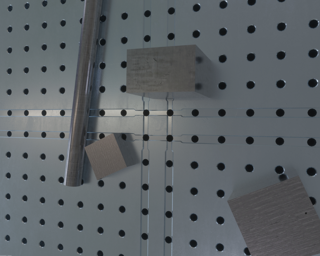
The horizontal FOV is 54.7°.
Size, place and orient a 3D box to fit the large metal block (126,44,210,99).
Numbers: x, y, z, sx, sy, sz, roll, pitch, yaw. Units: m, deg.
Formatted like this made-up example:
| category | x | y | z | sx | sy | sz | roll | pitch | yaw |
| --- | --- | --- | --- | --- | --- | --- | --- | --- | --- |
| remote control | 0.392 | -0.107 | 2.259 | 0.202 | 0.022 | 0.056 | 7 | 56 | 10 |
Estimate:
| category | x | y | z | sx | sy | sz | roll | pitch | yaw |
| --- | --- | --- | --- | --- | --- | --- | --- | --- | --- |
| large metal block | 0.013 | -0.065 | 0.379 | 0.080 | 0.080 | 0.050 | 1 | 91 | 20 |

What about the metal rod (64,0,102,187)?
| category | x | y | z | sx | sy | sz | roll | pitch | yaw |
| --- | --- | --- | --- | --- | --- | --- | --- | --- | --- |
| metal rod | -0.111 | -0.064 | 0.451 | 0.025 | 0.025 | 0.298 | 8 | 93 | 20 |

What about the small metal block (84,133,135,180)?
| category | x | y | z | sx | sy | sz | roll | pitch | yaw |
| --- | --- | --- | --- | --- | --- | --- | --- | --- | --- |
| small metal block | -0.071 | 0.040 | 0.438 | 0.050 | 0.025 | 0.050 | -26 | 82 | 18 |

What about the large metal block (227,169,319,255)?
| category | x | y | z | sx | sy | sz | roll | pitch | yaw |
| --- | --- | --- | --- | --- | --- | --- | --- | --- | --- |
| large metal block | 0.134 | 0.102 | 0.352 | 0.080 | 0.050 | 0.080 | -25 | 82 | 18 |
